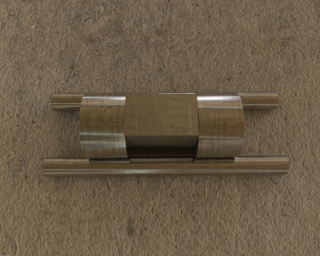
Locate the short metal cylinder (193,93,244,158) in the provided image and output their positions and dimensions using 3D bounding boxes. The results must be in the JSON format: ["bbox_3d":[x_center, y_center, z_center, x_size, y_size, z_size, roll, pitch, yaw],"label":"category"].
[{"bbox_3d":[0.068,-0.003,0.381,0.050,0.080,0.080,-1,70,0],"label":"short metal cylinder"}]

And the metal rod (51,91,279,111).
[{"bbox_3d":[0.007,-0.036,0.423,0.302,0.025,0.025,0,70,-1],"label":"metal rod"}]

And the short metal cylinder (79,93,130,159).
[{"bbox_3d":[-0.064,-0.003,0.380,0.050,0.080,0.080,-1,70,0],"label":"short metal cylinder"}]

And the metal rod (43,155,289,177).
[{"bbox_3d":[0.008,0.048,0.392,0.302,0.025,0.025,0,70,-1],"label":"metal rod"}]

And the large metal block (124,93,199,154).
[{"bbox_3d":[0.002,-0.002,0.378,0.081,0.080,0.050,0,70,0],"label":"large metal block"}]
